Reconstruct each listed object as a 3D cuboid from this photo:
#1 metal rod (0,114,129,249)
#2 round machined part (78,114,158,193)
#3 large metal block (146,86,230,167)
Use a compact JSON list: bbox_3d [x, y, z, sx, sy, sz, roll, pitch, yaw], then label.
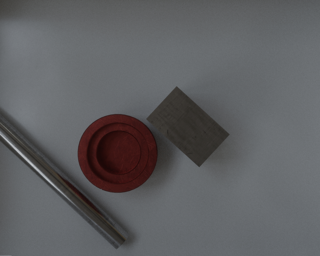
[{"bbox_3d":[-0.159,0.048,0.409,0.300,0.025,0.025,43,90,-1],"label":"metal rod"},{"bbox_3d":[-0.052,0.031,0.402,0.099,0.042,0.097,0,90,-1],"label":"round machined part"},{"bbox_3d":[0.031,-0.002,0.384,0.080,0.080,0.050,42,90,-1],"label":"large metal block"}]
